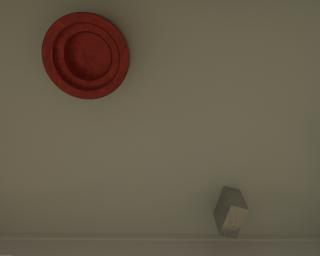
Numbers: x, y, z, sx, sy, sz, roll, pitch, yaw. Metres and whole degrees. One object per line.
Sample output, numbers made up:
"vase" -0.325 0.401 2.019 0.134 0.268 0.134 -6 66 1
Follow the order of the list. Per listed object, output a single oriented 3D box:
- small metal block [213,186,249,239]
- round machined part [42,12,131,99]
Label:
"small metal block" 0.100 0.120 0.444 0.025 0.050 0.050 14 110 -5
"round machined part" -0.084 -0.086 0.369 0.099 0.042 0.097 0 110 -1
